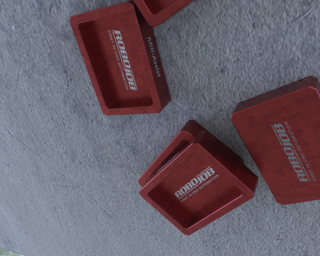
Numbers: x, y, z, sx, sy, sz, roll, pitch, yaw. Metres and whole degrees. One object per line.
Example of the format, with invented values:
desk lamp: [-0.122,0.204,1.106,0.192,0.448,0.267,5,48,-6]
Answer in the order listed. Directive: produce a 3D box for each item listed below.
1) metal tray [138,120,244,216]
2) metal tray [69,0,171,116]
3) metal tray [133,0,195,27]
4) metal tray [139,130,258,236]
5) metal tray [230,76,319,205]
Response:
metal tray: [0.037,0.061,0.421,0.090,0.030,0.129,39,129,1]
metal tray: [-0.046,-0.081,0.377,0.090,0.030,0.129,-2,118,29]
metal tray: [-0.006,-0.177,0.296,0.090,0.030,0.130,-25,105,36]
metal tray: [0.043,0.073,0.386,0.090,0.030,0.129,42,129,-1]
metal tray: [0.148,0.019,0.338,0.090,0.030,0.130,-22,107,36]
